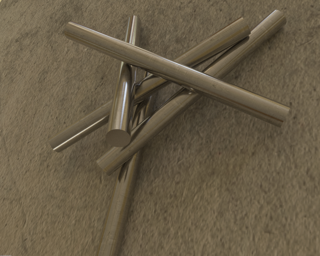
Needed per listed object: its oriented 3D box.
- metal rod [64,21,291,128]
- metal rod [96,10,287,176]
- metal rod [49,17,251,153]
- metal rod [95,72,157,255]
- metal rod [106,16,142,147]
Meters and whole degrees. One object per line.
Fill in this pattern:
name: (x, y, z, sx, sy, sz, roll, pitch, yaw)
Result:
metal rod: (0.006, -0.073, 0.379, 0.301, 0.025, 0.025, 26, 75, 18)
metal rod: (0.044, -0.049, 0.391, 0.301, 0.025, 0.025, -41, 51, -7)
metal rod: (-0.021, -0.052, 0.411, 0.300, 0.025, 0.025, -31, 52, 10)
metal rod: (-0.037, 0.041, 0.396, 0.025, 0.025, 0.299, -2, 61, 27)
metal rod: (-0.043, -0.087, 0.426, 0.025, 0.025, 0.300, -20, 38, 16)
